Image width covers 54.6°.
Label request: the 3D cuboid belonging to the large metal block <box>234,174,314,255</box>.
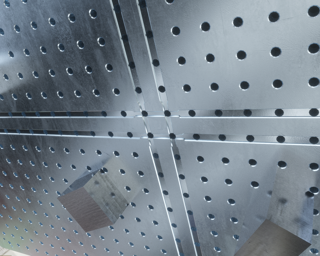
[{"bbox_3d":[0.138,0.117,0.375,0.050,0.080,0.079,29,128,10],"label":"large metal block"}]

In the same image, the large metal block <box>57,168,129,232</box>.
[{"bbox_3d":[-0.115,0.126,0.534,0.080,0.050,0.080,-27,104,37],"label":"large metal block"}]
